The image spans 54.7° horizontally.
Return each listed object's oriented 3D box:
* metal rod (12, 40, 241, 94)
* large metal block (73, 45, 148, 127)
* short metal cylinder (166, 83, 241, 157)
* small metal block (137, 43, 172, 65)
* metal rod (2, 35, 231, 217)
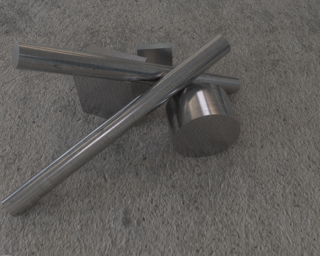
[{"bbox_3d":[-0.009,-0.064,0.367,0.302,0.025,0.025,0,43,-38],"label":"metal rod"},{"bbox_3d":[-0.063,-0.055,0.414,0.080,0.080,0.050,16,52,13],"label":"large metal block"},{"bbox_3d":[0.050,-0.008,0.375,0.081,0.080,0.050,-7,51,-6],"label":"short metal cylinder"},{"bbox_3d":[-0.008,-0.098,0.466,0.050,0.050,0.025,-5,30,-4],"label":"small metal block"},{"bbox_3d":[-0.043,-0.007,0.348,0.301,0.025,0.025,-38,58,-6],"label":"metal rod"}]
